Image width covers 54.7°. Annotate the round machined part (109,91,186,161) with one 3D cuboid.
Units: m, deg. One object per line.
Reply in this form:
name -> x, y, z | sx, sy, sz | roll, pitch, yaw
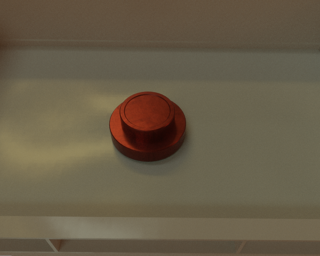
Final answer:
round machined part -> -0.016, -0.009, 0.397 | 0.099, 0.042, 0.098 | 0, 50, 0
